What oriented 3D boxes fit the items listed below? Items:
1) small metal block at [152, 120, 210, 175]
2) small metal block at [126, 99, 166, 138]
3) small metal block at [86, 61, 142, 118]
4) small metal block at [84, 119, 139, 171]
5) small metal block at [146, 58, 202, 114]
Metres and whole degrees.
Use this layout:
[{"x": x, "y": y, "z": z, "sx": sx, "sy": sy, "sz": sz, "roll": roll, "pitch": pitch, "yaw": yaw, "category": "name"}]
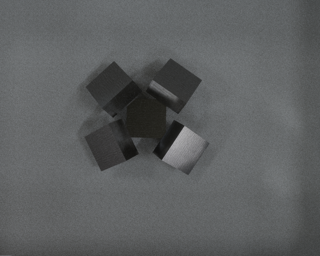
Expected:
[{"x": 0.027, "y": 0.026, "z": 0.398, "sx": 0.050, "sy": 0.025, "sz": 0.050, "roll": 34, "pitch": 90, "yaw": -35, "category": "small metal block"}, {"x": -0.017, "y": -0.012, "z": 0.409, "sx": 0.050, "sy": 0.025, "sz": 0.050, "roll": 2, "pitch": 90, "yaw": 0, "category": "small metal block"}, {"x": -0.059, "y": -0.050, "z": 0.396, "sx": 0.050, "sy": 0.025, "sz": 0.050, "roll": -42, "pitch": 53, "yaw": 0, "category": "small metal block"}, {"x": -0.062, "y": 0.022, "z": 0.397, "sx": 0.050, "sy": 0.025, "sz": 0.050, "roll": -26, "pitch": 90, "yaw": 37, "category": "small metal block"}, {"x": 0.018, "y": -0.054, "z": 0.397, "sx": 0.050, "sy": 0.025, "sz": 0.050, "roll": 35, "pitch": 53, "yaw": -1, "category": "small metal block"}]
